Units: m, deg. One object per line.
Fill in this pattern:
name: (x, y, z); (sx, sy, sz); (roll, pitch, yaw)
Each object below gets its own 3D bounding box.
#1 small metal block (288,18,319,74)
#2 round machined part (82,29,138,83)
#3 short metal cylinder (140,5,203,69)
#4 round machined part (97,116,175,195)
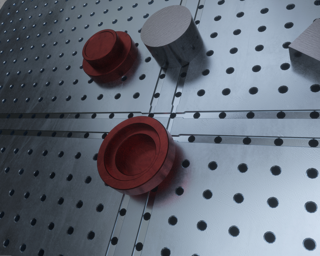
small metal block: (0.191, -0.096, 0.367); (0.050, 0.025, 0.050); (-44, 51, -2)
round machined part: (-0.091, -0.128, 0.524); (0.098, 0.042, 0.098); (-13, 56, 21)
short metal cylinder: (0.018, -0.137, 0.467); (0.080, 0.050, 0.080); (-13, 56, 21)
round machined part: (-0.026, 0.037, 0.388); (0.098, 0.042, 0.098); (-13, 56, 21)
